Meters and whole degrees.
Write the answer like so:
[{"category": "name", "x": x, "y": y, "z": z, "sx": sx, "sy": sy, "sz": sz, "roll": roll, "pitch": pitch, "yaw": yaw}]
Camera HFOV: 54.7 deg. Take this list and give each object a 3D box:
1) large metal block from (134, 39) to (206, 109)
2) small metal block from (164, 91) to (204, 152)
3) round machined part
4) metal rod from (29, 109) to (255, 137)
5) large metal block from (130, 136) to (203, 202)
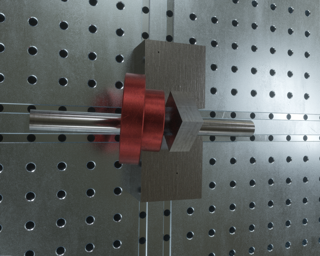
[{"category": "large metal block", "x": 0.011, "y": -0.065, "z": 0.403, "sx": 0.081, "sy": 0.050, "sz": 0.079, "roll": 1, "pitch": 90, "yaw": -20}, {"category": "small metal block", "x": 0.023, "y": -0.008, "z": 0.361, "sx": 0.025, "sy": 0.050, "sz": 0.050, "roll": 1, "pitch": 46, "yaw": -20}, {"category": "round machined part", "x": -0.019, "y": -0.009, "z": 0.336, "sx": 0.042, "sy": 0.098, "sz": 0.097, "roll": 4, "pitch": 89, "yaw": -6}, {"category": "metal rod", "x": -0.008, "y": -0.004, "z": 0.409, "sx": 0.302, "sy": 0.025, "sz": 0.025, "roll": 2, "pitch": 90, "yaw": -20}, {"category": "large metal block", "x": 0.007, "y": 0.049, "z": 0.402, "sx": 0.081, "sy": 0.050, "sz": 0.080, "roll": 1, "pitch": 90, "yaw": -20}]
